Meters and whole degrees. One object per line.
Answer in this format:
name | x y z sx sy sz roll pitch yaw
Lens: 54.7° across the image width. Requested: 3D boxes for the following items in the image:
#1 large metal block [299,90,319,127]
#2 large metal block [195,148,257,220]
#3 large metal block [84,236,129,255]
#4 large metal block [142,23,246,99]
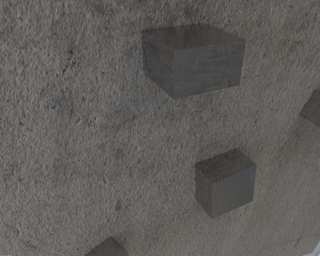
large metal block | 0.302 -0.017 0.525 0.081 0.080 0.050 15 111 -34
large metal block | 0.105 0.090 0.503 0.081 0.050 0.079 -18 126 -18
large metal block | -0.083 0.228 0.467 0.080 0.080 0.050 -36 129 -5
large metal block | 0.033 -0.078 0.341 0.081 0.080 0.050 -14 124 -21
